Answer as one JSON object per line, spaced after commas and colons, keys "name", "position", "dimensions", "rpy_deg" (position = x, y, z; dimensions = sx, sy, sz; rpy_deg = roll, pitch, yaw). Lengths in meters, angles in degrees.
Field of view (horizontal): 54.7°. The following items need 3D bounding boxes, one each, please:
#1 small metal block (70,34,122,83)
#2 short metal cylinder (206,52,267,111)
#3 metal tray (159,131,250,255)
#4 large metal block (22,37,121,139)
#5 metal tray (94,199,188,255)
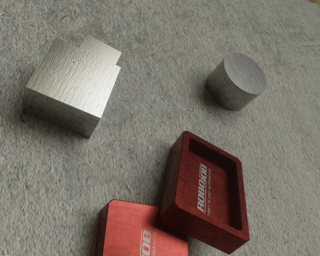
{"name": "small metal block", "position": [-0.085, -0.089, 0.412], "dimensions": [0.050, 0.025, 0.050], "rpy_deg": [26, 52, -12]}
{"name": "short metal cylinder", "position": [0.123, -0.074, 0.499], "dimensions": [0.081, 0.050, 0.080], "rpy_deg": [14, 56, -21]}
{"name": "metal tray", "position": [0.054, 0.068, 0.362], "dimensions": [0.090, 0.030, 0.130], "rpy_deg": [29, 34, -10]}
{"name": "large metal block", "position": [-0.101, -0.046, 0.361], "dimensions": [0.080, 0.050, 0.080], "rpy_deg": [24, 53, -14]}
{"name": "metal tray", "position": [-0.018, 0.143, 0.303], "dimensions": [0.091, 0.030, 0.130], "rpy_deg": [15, 56, -20]}
